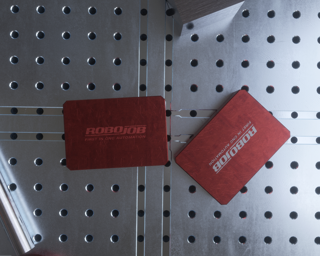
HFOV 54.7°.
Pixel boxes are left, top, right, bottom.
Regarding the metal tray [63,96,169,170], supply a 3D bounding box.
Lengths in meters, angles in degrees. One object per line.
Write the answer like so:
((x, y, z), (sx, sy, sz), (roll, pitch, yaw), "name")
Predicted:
((-0.057, 0.006, 0.410), (0.131, 0.030, 0.089), (-3, 90, -1), "metal tray")

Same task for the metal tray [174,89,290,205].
((0.094, 0.025, 0.412), (0.090, 0.030, 0.130), (43, 90, -1), "metal tray")

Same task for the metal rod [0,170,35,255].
((-0.241, 0.027, 0.410), (0.025, 0.025, 0.299), (-25, 90, 0), "metal rod")

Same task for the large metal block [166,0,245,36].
((0.051, -0.178, 0.401), (0.080, 0.050, 0.080), (-21, 90, -1), "large metal block")
